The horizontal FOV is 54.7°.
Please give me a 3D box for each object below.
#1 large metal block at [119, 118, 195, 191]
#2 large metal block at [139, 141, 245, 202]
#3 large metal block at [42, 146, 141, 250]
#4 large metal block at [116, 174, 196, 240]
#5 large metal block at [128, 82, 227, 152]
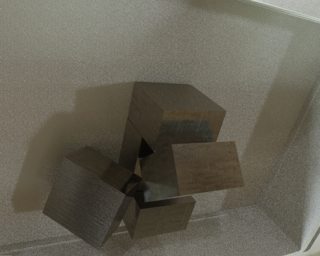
[{"bbox_3d":[-0.005,0.033,0.412,0.081,0.050,0.079,-1,119,-29],"label":"large metal block"},{"bbox_3d":[0.032,0.050,0.349,0.081,0.080,0.050,-1,74,-29],"label":"large metal block"},{"bbox_3d":[-0.080,0.080,0.368,0.079,0.080,0.050,-64,169,18],"label":"large metal block"},{"bbox_3d":[-0.011,0.099,0.427,0.081,0.080,0.050,0,118,-29],"label":"large metal block"},{"bbox_3d":[0.017,-0.016,0.371,0.081,0.080,0.050,-1,119,-28],"label":"large metal block"}]
